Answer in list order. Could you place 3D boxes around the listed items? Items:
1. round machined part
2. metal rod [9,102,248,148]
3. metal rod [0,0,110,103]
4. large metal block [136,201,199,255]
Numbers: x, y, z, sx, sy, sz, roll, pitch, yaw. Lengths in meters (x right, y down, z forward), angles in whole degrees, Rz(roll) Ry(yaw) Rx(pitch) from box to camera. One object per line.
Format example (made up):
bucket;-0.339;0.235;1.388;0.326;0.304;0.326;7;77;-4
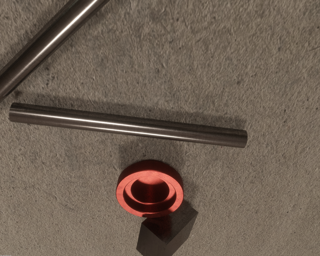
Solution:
round machined part;-0.014;0.086;0.464;0.099;0.042;0.097;0;124;1
metal rod;-0.035;-0.002;0.404;0.302;0.025;0.025;7;130;-7
metal rod;-0.148;-0.073;0.342;0.299;0.025;0.025;-33;123;24
large metal block;0.011;0.169;0.507;0.050;0.081;0.079;35;135;25
